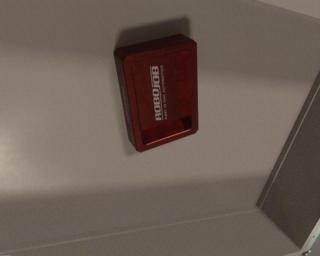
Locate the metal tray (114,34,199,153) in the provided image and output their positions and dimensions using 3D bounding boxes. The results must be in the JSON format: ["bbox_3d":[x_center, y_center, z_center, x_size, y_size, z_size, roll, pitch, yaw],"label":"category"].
[{"bbox_3d":[0.000,-0.041,0.381,0.091,0.030,0.129,-18,126,-18],"label":"metal tray"}]
